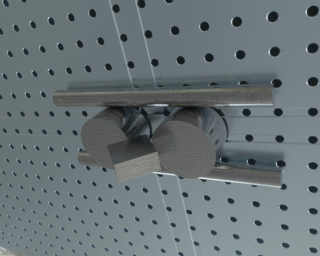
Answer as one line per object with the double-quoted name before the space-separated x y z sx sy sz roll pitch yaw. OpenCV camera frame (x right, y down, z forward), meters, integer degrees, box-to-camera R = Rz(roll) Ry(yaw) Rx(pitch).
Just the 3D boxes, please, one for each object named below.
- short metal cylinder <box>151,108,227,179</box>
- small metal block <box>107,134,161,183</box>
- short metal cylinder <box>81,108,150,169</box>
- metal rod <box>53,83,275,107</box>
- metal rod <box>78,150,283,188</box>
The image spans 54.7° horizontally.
"short metal cylinder" 0.036 0.015 0.381 0.080 0.050 0.079 13 124 21
"small metal block" -0.032 0.035 0.369 0.050 0.050 0.025 -16 116 -12
"short metal cylinder" -0.061 0.011 0.429 0.080 0.050 0.079 13 124 21
"metal rod" -0.015 -0.039 0.390 0.301 0.025 0.025 2 119 27
"metal rod" 0.010 0.053 0.434 0.301 0.025 0.025 2 120 27
